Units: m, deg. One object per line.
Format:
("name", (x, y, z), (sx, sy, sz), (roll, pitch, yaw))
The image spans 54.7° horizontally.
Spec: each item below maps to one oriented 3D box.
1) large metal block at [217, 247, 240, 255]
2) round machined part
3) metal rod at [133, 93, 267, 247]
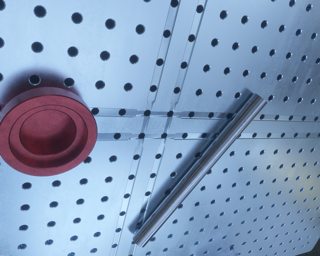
("large metal block", (0.140, 0.318, 0.668), (0.081, 0.050, 0.080), (-21, 127, -16))
("round machined part", (-0.121, 0.001, 0.334), (0.099, 0.042, 0.097), (-14, 124, -21))
("metal rod", (0.058, 0.070, 0.486), (0.025, 0.025, 0.299), (33, 100, -38))
